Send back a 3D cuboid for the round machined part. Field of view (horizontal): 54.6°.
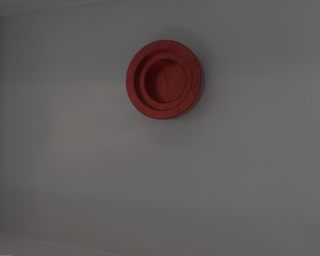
[{"bbox_3d":[0.010,-0.059,0.398,0.098,0.042,0.097,0,90,20],"label":"round machined part"}]
